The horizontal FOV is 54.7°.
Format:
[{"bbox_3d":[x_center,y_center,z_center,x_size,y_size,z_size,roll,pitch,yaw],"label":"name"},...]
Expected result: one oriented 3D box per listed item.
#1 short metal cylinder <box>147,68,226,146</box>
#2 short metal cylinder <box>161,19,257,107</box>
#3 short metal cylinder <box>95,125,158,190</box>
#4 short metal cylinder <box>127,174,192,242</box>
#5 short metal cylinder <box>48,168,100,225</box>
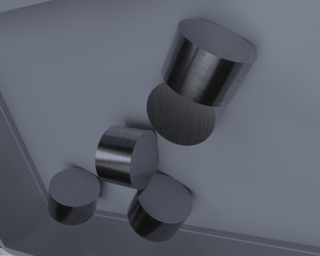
[{"bbox_3d":[0.032,-0.026,0.358,0.080,0.050,0.079,13,124,20],"label":"short metal cylinder"},{"bbox_3d":[0.047,-0.066,0.307,0.080,0.080,0.050,30,128,8],"label":"short metal cylinder"},{"bbox_3d":[-0.042,0.039,0.418,0.050,0.080,0.079,8,122,23],"label":"short metal cylinder"},{"bbox_3d":[-0.001,0.113,0.442,0.080,0.080,0.050,32,128,7],"label":"short metal cylinder"},{"bbox_3d":[-0.144,0.113,0.517,0.080,0.080,0.050,26,128,11],"label":"short metal cylinder"}]
